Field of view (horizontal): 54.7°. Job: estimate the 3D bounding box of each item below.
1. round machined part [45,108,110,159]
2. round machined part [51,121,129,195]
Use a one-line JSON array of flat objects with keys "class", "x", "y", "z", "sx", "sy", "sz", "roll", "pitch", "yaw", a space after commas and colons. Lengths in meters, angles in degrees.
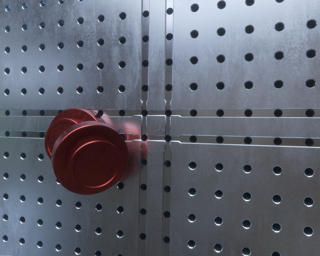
[{"class": "round machined part", "x": -0.125, "y": 0.020, "z": 0.446, "sx": 0.098, "sy": 0.042, "sz": 0.097, "roll": 0, "pitch": 90, "yaw": 19}, {"class": "round machined part", "x": -0.087, "y": 0.043, "z": 0.403, "sx": 0.042, "sy": 0.099, "sz": 0.097, "roll": 31, "pitch": 104, "yaw": 60}]
